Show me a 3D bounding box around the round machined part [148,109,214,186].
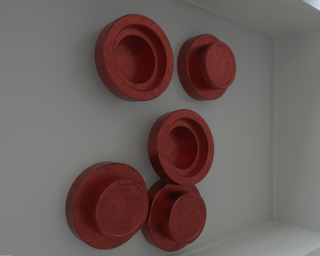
[{"bbox_3d":[0.023,0.026,0.410,0.099,0.042,0.097,6,80,-38],"label":"round machined part"}]

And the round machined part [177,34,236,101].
[{"bbox_3d":[0.075,-0.090,0.458,0.099,0.042,0.097,0,90,-40],"label":"round machined part"}]

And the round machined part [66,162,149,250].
[{"bbox_3d":[-0.052,0.089,0.352,0.099,0.042,0.097,0,90,-40],"label":"round machined part"}]

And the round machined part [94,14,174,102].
[{"bbox_3d":[-0.034,-0.080,0.367,0.099,0.042,0.097,0,90,-40],"label":"round machined part"}]

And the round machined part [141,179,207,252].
[{"bbox_3d":[0.025,0.117,0.416,0.099,0.042,0.097,0,90,-40],"label":"round machined part"}]
